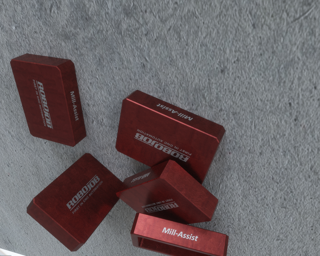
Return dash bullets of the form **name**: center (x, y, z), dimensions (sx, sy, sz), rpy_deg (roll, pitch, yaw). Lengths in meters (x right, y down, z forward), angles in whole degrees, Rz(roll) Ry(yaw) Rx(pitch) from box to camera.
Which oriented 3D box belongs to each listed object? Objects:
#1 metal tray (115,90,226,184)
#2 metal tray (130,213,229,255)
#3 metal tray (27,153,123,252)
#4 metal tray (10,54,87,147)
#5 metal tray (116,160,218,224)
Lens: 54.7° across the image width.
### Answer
- **metal tray**: center (0.009, 0.015, 0.408), dimensions (0.130, 0.030, 0.089), rpy_deg (24, 127, 13)
- **metal tray**: center (0.025, 0.165, 0.453), dimensions (0.131, 0.030, 0.090), rpy_deg (13, 149, 5)
- **metal tray**: center (-0.118, 0.105, 0.465), dimensions (0.090, 0.131, 0.030), rpy_deg (42, 125, -1)
- **metal tray**: center (-0.165, -0.041, 0.466), dimensions (0.090, 0.030, 0.129), rpy_deg (12, 124, 21)
- **metal tray**: center (0.005, 0.098, 0.435), dimensions (0.090, 0.030, 0.129), rpy_deg (42, 142, -13)
